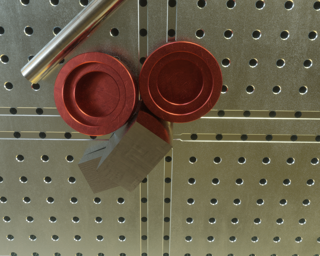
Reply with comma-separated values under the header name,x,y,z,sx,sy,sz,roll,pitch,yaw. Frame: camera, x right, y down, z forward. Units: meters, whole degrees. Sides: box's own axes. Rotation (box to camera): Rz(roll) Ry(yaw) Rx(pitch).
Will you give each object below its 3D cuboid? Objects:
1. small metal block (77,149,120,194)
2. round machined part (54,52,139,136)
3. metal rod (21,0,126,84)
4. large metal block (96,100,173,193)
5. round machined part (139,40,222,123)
name,x,y,z,sx,sy,sz,roll,pitch,yaw
small metal block,-0.078,0.058,0.432,0.050,0.025,0.050,-19,109,11
round machined part,-0.074,-0.042,0.380,0.099,0.042,0.097,1,97,7
metal rod,-0.049,-0.156,0.355,0.300,0.025,0.025,-38,106,13
large metal block,-0.028,0.018,0.387,0.050,0.080,0.080,36,111,-13
round machined part,0.024,-0.059,0.383,0.099,0.042,0.097,0,110,0
